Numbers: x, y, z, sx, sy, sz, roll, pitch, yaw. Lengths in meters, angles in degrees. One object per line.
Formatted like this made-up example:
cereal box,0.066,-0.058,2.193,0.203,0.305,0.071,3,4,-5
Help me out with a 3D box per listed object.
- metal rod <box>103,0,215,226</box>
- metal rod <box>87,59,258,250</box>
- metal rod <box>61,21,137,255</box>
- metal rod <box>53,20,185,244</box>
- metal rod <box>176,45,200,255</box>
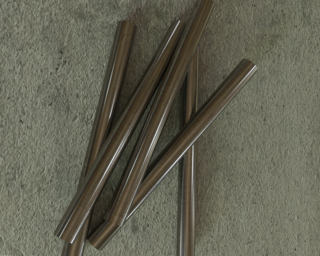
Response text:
metal rod,0.003,-0.028,0.382,0.025,0.025,0.299,26,80,-18
metal rod,0.019,0.029,0.394,0.025,0.025,0.300,43,85,-15
metal rod,-0.074,0.015,0.381,0.025,0.025,0.299,14,85,-20
metal rod,-0.038,-0.009,0.376,0.025,0.025,0.300,32,72,-17
metal rod,0.038,0.032,0.422,0.025,0.025,0.298,2,90,-20
